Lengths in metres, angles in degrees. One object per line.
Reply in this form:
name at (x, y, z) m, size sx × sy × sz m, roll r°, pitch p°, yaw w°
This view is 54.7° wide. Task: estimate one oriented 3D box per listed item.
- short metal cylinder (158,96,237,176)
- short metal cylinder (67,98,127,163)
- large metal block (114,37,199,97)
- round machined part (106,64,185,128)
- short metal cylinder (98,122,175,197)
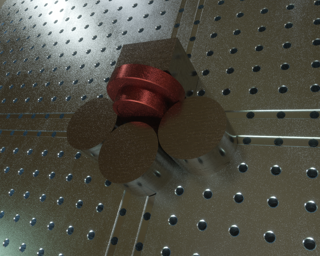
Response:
short metal cylinder at (0.045, 0.010, 0.363) m, size 0.080 × 0.050 × 0.080 m, roll -13°, pitch 56°, yaw 21°
short metal cylinder at (-0.081, 0.005, 0.432) m, size 0.080 × 0.050 × 0.080 m, roll -13°, pitch 56°, yaw 21°
large metal block at (-0.003, -0.071, 0.417) m, size 0.080 × 0.080 × 0.050 m, roll 1°, pitch 62°, yaw 28°
round machined part at (-0.021, -0.034, 0.391) m, size 0.098 × 0.098 × 0.042 m, roll 2°, pitch 62°, yaw 29°
short metal cylinder at (-0.028, 0.039, 0.384) m, size 0.080 × 0.050 × 0.080 m, roll -13°, pitch 56°, yaw 21°
